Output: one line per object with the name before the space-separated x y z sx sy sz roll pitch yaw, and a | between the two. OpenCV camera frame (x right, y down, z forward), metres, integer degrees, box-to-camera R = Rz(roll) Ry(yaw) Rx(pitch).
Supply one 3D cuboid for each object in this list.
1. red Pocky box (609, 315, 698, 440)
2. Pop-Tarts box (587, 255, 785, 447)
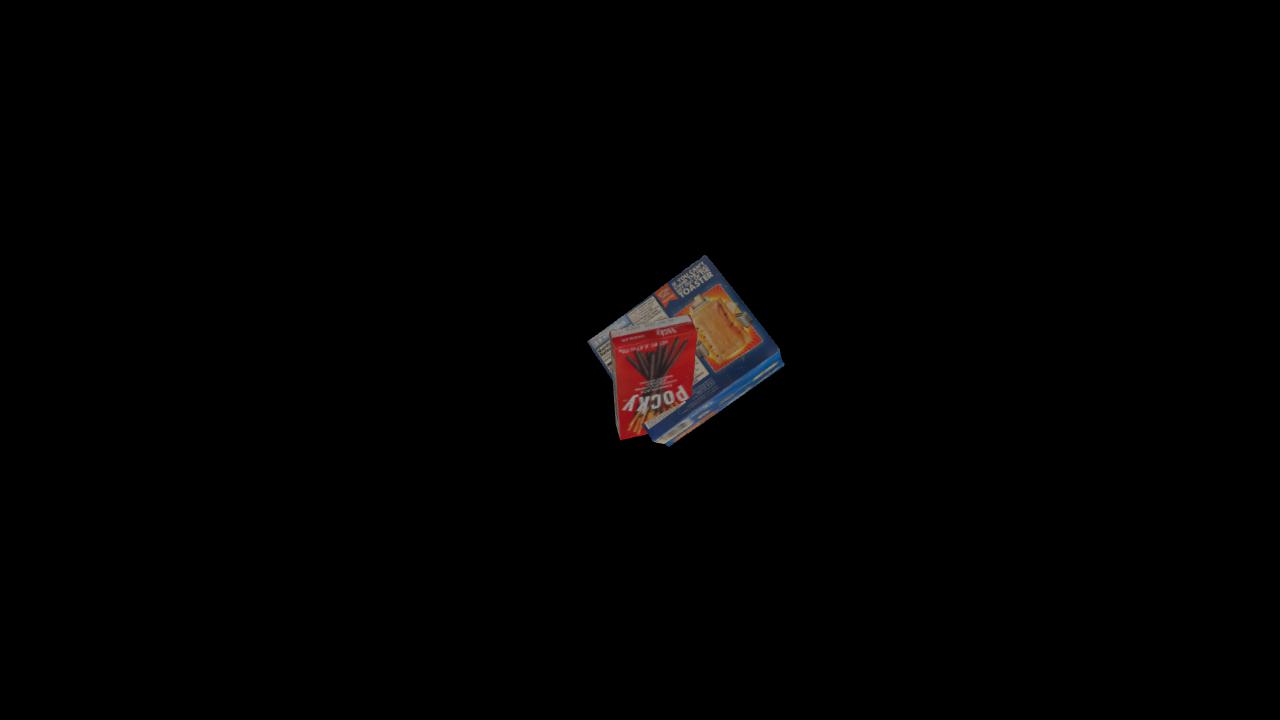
red Pocky box | 0.014 0.023 0.630 0.083 0.028 0.155 -13 -40 -10
Pop-Tarts box | 0.053 -0.007 0.701 0.167 0.141 0.083 -36 -19 4
